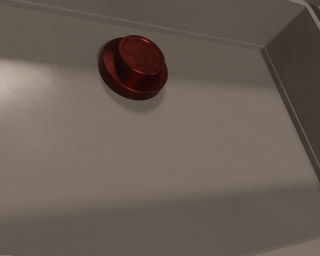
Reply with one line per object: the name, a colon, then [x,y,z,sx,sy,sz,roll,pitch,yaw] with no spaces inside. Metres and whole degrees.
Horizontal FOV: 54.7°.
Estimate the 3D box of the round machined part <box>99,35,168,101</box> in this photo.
round machined part: [-0.032,-0.090,0.434,0.099,0.042,0.098,14,56,-21]
